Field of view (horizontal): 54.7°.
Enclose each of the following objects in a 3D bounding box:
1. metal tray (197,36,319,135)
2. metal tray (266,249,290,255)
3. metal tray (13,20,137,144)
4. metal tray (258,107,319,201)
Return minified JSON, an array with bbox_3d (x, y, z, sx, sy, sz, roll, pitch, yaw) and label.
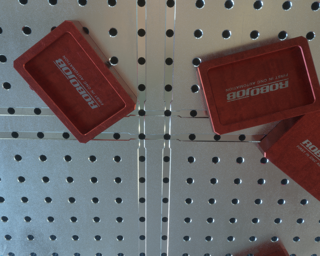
[{"bbox_3d":[0.119,-0.049,0.377,0.131,0.030,0.090,-14,88,4],"label":"metal tray"},{"bbox_3d":[0.165,0.264,0.511,0.130,0.030,0.090,-25,109,8],"label":"metal tray"},{"bbox_3d":[-0.102,-0.056,0.388,0.090,0.030,0.130,-34,107,11],"label":"metal tray"},{"bbox_3d":[0.215,0.037,0.427,0.130,0.030,0.090,37,106,-13],"label":"metal tray"}]
